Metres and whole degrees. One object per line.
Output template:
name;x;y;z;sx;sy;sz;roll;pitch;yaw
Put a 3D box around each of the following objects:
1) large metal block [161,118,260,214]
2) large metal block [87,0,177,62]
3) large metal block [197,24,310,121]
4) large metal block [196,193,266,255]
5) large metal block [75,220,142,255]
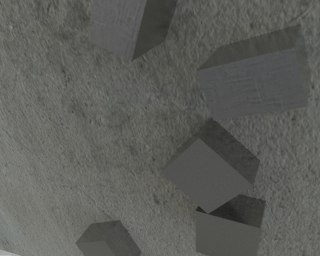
large metal block;0.062;0.048;0.387;0.080;0.050;0.080;42;129;-1
large metal block;-0.022;-0.123;0.305;0.050;0.080;0.079;28;128;10
large metal block;0.091;-0.053;0.290;0.080;0.080;0.050;-9;114;31
large metal block;0.096;0.136;0.423;0.080;0.050;0.079;10;123;22
large metal block;-0.095;0.223;0.577;0.080;0.050;0.080;-19;109;35
